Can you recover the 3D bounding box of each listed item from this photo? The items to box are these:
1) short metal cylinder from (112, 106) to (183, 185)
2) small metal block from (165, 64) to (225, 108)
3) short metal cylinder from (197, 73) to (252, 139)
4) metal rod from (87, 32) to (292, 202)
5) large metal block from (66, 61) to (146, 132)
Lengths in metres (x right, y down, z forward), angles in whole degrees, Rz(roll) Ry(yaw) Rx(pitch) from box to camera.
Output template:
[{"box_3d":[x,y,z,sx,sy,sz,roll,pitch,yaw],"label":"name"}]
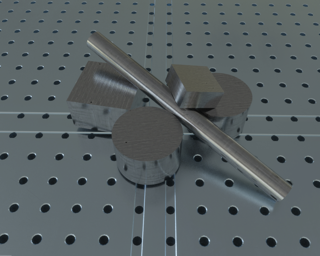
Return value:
[{"box_3d":[-0.014,0.020,0.369,0.081,0.050,0.080,0,50,0],"label":"short metal cylinder"},{"box_3d":[0.041,-0.050,0.371,0.050,0.025,0.050,-2,47,-25],"label":"small metal block"},{"box_3d":[0.076,-0.028,0.411,0.081,0.050,0.080,0,50,0],"label":"short metal cylinder"},{"box_3d":[0.026,-0.021,0.375,0.300,0.025,0.025,40,60,12],"label":"metal rod"},{"box_3d":[-0.068,-0.042,0.419,0.080,0.050,0.080,9,51,7],"label":"large metal block"}]
